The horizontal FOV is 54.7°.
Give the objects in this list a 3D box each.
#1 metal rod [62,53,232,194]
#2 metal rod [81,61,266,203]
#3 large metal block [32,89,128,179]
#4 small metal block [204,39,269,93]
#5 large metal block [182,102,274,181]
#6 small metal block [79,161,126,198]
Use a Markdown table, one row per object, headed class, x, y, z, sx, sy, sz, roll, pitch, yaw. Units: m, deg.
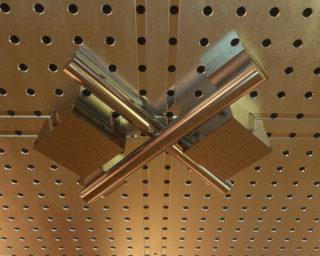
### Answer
| class | x | y | z | sx | sy | sz | roll | pitch | yaw |
| --- | --- | --- | --- | --- | --- | --- | --- | --- | --- |
| metal rod | 0.001 | 0.010 | 0.418 | 0.025 | 0.025 | 0.301 | -35 | 122 | 26 |
| metal rod | -0.002 | 0.020 | 0.395 | 0.299 | 0.025 | 0.025 | -37 | 121 | 27 |
| large metal block | -0.101 | 0.010 | 0.403 | 0.080 | 0.050 | 0.080 | -36 | 122 | 26 |
| small metal block | 0.088 | -0.064 | 0.358 | 0.050 | 0.025 | 0.050 | -37 | 122 | 27 |
| large metal block | 0.086 | 0.014 | 0.408 | 0.080 | 0.050 | 0.080 | 35 | 122 | -26 |
| small metal block | -0.087 | 0.075 | 0.475 | 0.050 | 0.025 | 0.050 | 37 | 121 | -27 |
